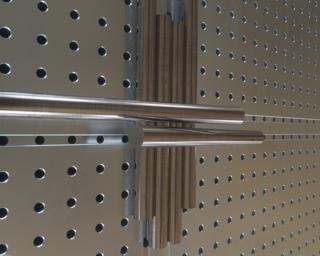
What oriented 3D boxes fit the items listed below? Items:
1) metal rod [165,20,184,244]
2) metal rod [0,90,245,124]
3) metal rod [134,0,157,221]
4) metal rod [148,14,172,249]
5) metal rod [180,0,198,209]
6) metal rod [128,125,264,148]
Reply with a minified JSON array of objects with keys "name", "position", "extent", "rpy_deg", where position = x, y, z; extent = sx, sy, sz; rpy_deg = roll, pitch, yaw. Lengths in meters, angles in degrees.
[{"name":"metal rod","position":[0.019,0.005,0.425],"extent":[0.025,0.025,0.298],"rpy_deg":[1,89,-40]},{"name":"metal rod","position":[-0.019,-0.020,0.362],"extent":[0.302,0.025,0.025],"rpy_deg":[1,90,-31]},{"name":"metal rod","position":[-0.019,-0.036,0.391],"extent":[0.025,0.025,0.298],"rpy_deg":[1,89,-40]},{"name":"metal rod","position":[0.000,0.004,0.407],"extent":[0.025,0.025,0.298],"rpy_deg":[2,89,-40]},{"name":"metal rod","position":[0.040,-0.038,0.440],"extent":[0.025,0.025,0.298],"rpy_deg":[1,89,-40]},{"name":"metal rod","position":[0.075,0.013,0.444],"extent":[0.302,0.025,0.025],"rpy_deg":[2,89,-48]}]
